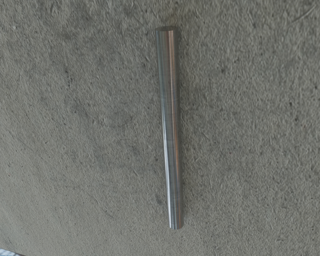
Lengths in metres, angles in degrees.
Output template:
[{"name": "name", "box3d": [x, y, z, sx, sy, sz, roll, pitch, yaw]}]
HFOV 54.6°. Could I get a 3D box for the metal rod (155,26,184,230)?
[{"name": "metal rod", "box3d": [0.016, 0.021, 0.411, 0.025, 0.025, 0.298, 10, 123, 23]}]
